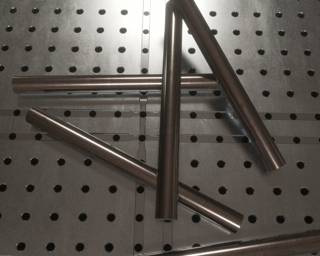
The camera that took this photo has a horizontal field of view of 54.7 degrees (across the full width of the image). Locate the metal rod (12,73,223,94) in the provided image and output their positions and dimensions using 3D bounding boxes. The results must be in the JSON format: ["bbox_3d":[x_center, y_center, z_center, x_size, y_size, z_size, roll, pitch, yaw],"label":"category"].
[{"bbox_3d":[-0.049,-0.062,0.433,0.302,0.025,0.025,-1,70,-1],"label":"metal rod"}]

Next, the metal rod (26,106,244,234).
[{"bbox_3d":[-0.039,0.048,0.393,0.301,0.025,0.025,27,72,9],"label":"metal rod"}]

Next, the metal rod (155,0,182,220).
[{"bbox_3d":[0.014,-0.038,0.398,0.025,0.025,0.299,3,70,0],"label":"metal rod"}]

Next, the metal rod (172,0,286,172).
[{"bbox_3d":[0.080,-0.082,0.412,0.025,0.025,0.299,-27,84,-10],"label":"metal rod"}]

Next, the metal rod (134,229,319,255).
[{"bbox_3d":[0.109,0.142,0.361,0.302,0.025,0.025,-7,70,-3],"label":"metal rod"}]
